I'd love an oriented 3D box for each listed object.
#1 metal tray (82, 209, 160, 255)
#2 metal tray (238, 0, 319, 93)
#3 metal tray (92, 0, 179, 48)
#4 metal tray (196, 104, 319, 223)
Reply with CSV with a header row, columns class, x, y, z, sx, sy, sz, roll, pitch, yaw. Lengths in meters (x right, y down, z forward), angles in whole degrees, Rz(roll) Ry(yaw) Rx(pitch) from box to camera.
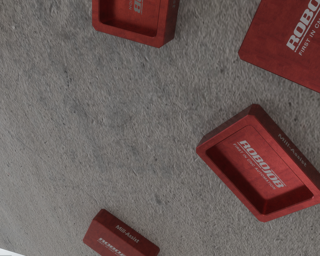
class,x,y,z,sx,sy,sz,roll,pitch,yaw
metal tray,-0.075,0.219,0.579,0.130,0.030,0.089,33,129,6
metal tray,0.136,-0.105,0.267,0.090,0.030,0.129,27,128,11
metal tray,-0.024,-0.158,0.318,0.090,0.030,0.129,20,126,16
metal tray,0.118,0.046,0.369,0.130,0.030,0.090,47,129,-5
